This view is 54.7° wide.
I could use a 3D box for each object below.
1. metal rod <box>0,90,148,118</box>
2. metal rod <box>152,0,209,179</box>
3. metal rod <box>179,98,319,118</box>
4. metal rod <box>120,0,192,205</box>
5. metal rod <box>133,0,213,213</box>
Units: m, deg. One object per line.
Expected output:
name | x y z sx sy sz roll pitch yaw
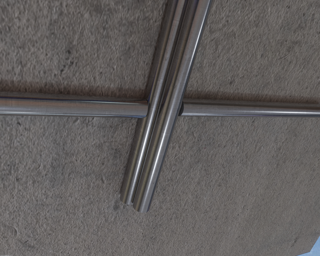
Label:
metal rod | -0.153 -0.025 0.310 0.303 0.025 0.025 0 118 -29
metal rod | 0.011 -0.023 0.403 0.025 0.025 0.298 1 118 -29
metal rod | 0.157 -0.029 0.479 0.303 0.025 0.025 -1 119 -29
metal rod | -0.009 -0.028 0.389 0.025 0.025 0.298 1 118 -29
metal rod | 0.010 -0.019 0.377 0.025 0.025 0.298 1 118 -29
